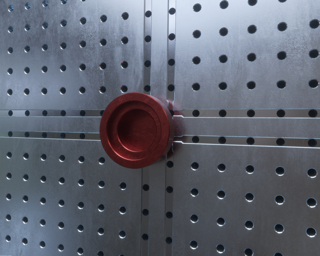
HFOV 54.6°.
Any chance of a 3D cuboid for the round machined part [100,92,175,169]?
[{"bbox_3d":[-0.027,0.003,0.414,0.098,0.042,0.097,0,90,20],"label":"round machined part"}]
